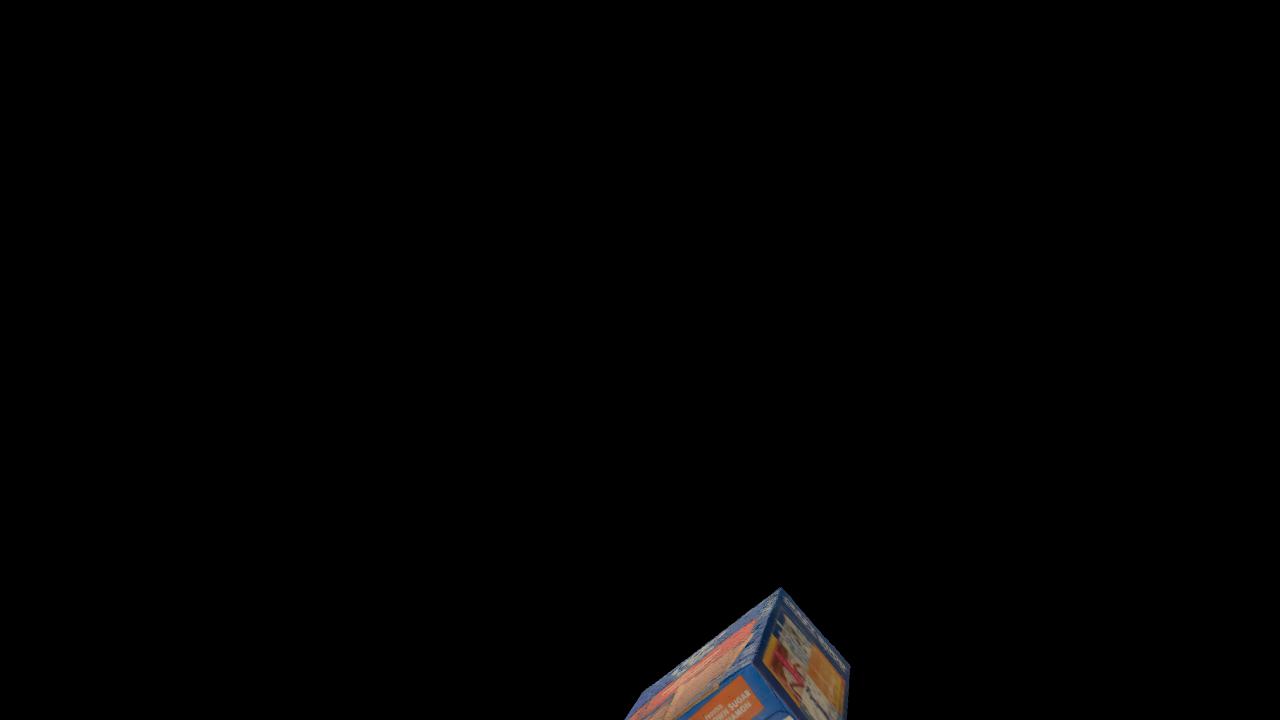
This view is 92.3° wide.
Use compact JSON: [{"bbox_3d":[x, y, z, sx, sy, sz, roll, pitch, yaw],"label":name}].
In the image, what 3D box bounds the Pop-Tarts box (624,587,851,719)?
[{"bbox_3d":[0.059,0.266,0.448,0.167,0.083,0.141,-44,-14,15],"label":"Pop-Tarts box"}]
